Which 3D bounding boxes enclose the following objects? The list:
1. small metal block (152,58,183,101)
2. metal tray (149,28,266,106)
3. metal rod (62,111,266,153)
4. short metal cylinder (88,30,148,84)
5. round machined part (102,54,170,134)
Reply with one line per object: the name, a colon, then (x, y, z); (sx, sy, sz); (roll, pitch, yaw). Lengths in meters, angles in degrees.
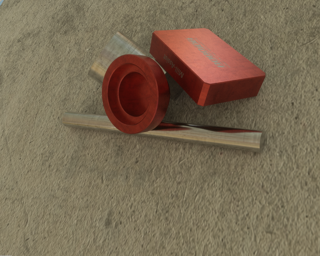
small metal block: (0.001, -0.069, 0.429); (0.050, 0.050, 0.025); (26, 76, 37)
metal tray: (0.055, -0.083, 0.391); (0.091, 0.030, 0.130); (-12, 46, -27)
metal rod: (-0.017, 0.001, 0.414); (0.300, 0.025, 0.025); (6, 65, 31)
short metal cylinder: (-0.061, -0.095, 0.454); (0.080, 0.050, 0.080); (-51, 11, 15)
round machined part: (-0.026, -0.043, 0.394); (0.098, 0.042, 0.097); (7, 101, 39)
